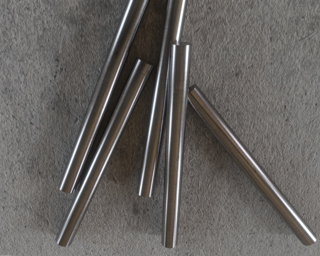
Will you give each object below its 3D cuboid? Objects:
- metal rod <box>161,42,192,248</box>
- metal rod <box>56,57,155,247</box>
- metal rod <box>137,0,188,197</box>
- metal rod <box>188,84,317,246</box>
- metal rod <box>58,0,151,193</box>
[{"bbox_3d":[0.019,0.040,0.411,0.025,0.025,0.298,2,115,-1],"label":"metal rod"},{"bbox_3d":[-0.082,0.045,0.425,0.025,0.025,0.298,24,108,-9],"label":"metal rod"},{"bbox_3d":[0.003,-0.046,0.392,0.025,0.025,0.298,8,110,-3],"label":"metal rod"},{"bbox_3d":[0.132,0.061,0.433,0.025,0.025,0.300,-38,106,13],"label":"metal rod"},{"bbox_3d":[-0.072,-0.044,0.392,0.025,0.025,0.298,22,108,-8],"label":"metal rod"}]
